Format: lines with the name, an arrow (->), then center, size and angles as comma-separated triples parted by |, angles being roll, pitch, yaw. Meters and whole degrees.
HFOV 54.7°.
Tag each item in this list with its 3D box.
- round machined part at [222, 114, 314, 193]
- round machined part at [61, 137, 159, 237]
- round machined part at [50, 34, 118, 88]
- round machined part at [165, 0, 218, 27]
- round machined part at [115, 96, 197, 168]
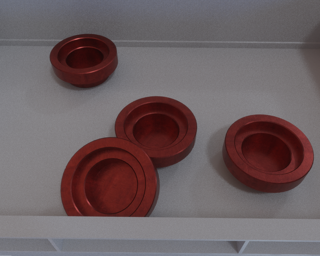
round machined part -> 0.123, 0.033, 0.367 | 0.099, 0.042, 0.098 | 0, 50, 0
round machined part -> -0.049, 0.062, 0.326 | 0.098, 0.042, 0.098 | -2, 74, 8
round machined part -> -0.114, -0.099, 0.477 | 0.099, 0.042, 0.098 | 0, 50, 0
round machined part -> 0.059, -0.230, 0.590 | 0.099, 0.042, 0.098 | 0, 50, 0
round machined part -> -0.005, 0.009, 0.386 | 0.099, 0.042, 0.098 | 0, 50, 0
